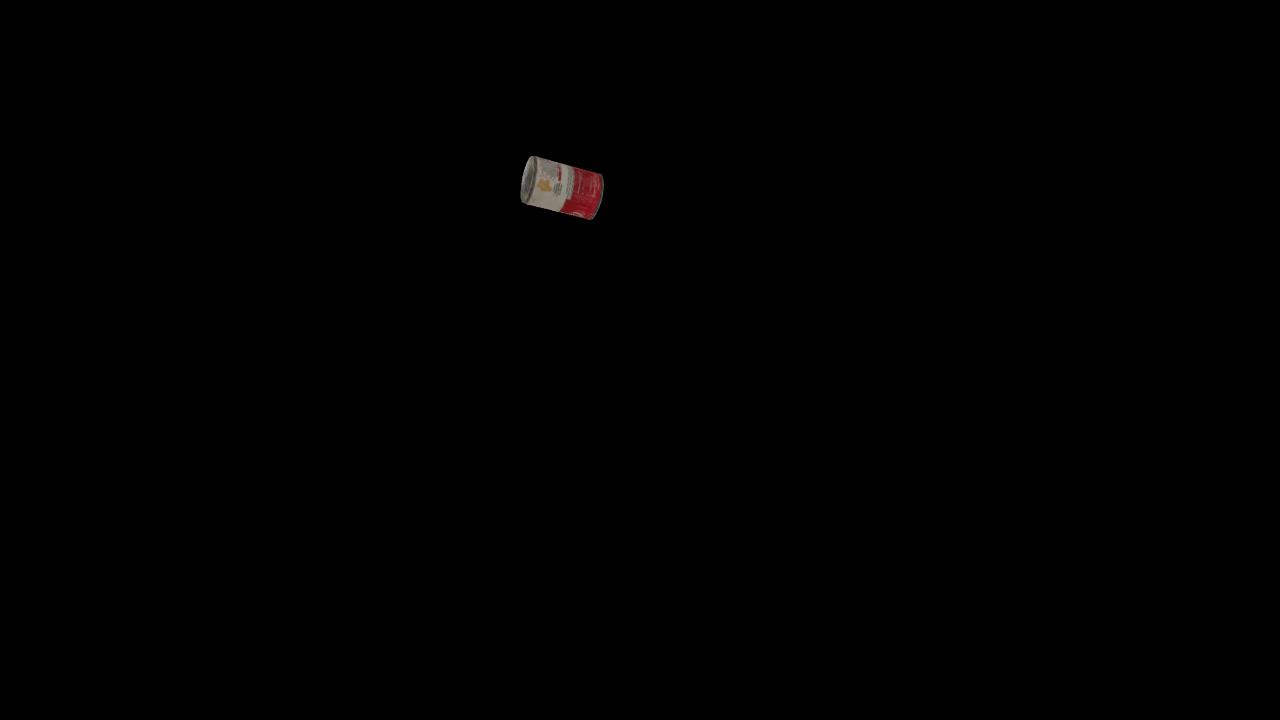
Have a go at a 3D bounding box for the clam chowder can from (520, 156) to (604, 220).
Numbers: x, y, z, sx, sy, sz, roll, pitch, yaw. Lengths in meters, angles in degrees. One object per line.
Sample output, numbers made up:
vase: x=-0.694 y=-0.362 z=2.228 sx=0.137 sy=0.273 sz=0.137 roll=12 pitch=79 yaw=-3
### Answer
clam chowder can: x=-0.111 y=-0.243 z=0.869 sx=0.102 sy=0.068 sz=0.068 roll=9 pitch=-4 yaw=-26
